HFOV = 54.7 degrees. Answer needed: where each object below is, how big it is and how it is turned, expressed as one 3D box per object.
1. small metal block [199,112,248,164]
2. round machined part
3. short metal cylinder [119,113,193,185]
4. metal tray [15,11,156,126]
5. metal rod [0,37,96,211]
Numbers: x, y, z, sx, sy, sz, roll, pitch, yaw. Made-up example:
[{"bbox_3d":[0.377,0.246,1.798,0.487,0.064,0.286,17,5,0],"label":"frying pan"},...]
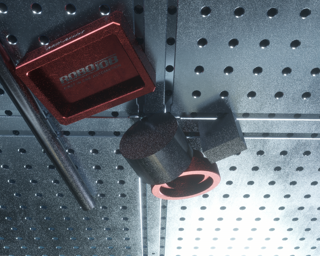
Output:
[{"bbox_3d":[0.081,0.012,0.407,0.050,0.050,0.025,-26,126,20],"label":"small metal block"},{"bbox_3d":[0.034,0.064,0.444,0.099,0.042,0.098,-7,146,-5],"label":"round machined part"},{"bbox_3d":[-0.004,0.026,0.397,0.080,0.080,0.050,-20,126,15],"label":"short metal cylinder"},{"bbox_3d":[-0.081,-0.062,0.354,0.130,0.030,0.090,-20,128,15],"label":"metal tray"},{"bbox_3d":[-0.151,0.017,0.424,0.025,0.025,0.298,-10,130,8],"label":"metal rod"}]
